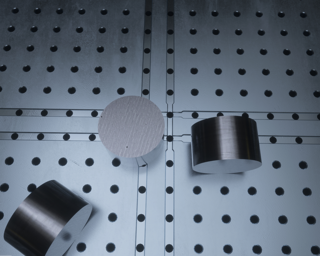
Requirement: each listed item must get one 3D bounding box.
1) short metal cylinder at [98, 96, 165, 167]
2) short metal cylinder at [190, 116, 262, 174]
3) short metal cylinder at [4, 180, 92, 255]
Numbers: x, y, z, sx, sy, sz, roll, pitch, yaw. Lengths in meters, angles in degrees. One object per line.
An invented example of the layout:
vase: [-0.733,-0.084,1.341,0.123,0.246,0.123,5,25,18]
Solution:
short metal cylinder: [-0.034,0.005,0.396,0.081,0.050,0.080,0,70,0]
short metal cylinder: [0.078,0.023,0.375,0.081,0.080,0.050,-1,70,-1]
short metal cylinder: [-0.121,0.105,0.343,0.050,0.080,0.080,31,73,10]
